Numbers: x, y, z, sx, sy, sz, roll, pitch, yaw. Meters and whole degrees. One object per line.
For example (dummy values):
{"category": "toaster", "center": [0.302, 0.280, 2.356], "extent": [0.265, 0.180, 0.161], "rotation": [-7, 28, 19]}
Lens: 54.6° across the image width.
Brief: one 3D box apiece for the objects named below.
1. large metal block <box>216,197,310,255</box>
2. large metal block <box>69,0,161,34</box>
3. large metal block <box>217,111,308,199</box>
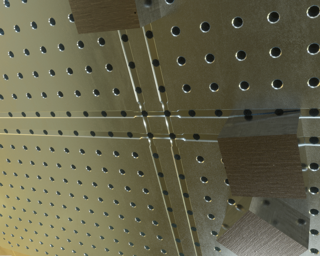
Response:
{"category": "large metal block", "center": [0.134, 0.134, 0.408], "extent": [0.080, 0.050, 0.080], "rotation": [33, 129, 6]}
{"category": "large metal block", "center": [-0.052, -0.150, 0.331], "extent": [0.080, 0.050, 0.080], "rotation": [3, 120, 26]}
{"category": "large metal block", "center": [0.119, 0.031, 0.352], "extent": [0.080, 0.050, 0.080], "rotation": [-5, 116, 30]}
